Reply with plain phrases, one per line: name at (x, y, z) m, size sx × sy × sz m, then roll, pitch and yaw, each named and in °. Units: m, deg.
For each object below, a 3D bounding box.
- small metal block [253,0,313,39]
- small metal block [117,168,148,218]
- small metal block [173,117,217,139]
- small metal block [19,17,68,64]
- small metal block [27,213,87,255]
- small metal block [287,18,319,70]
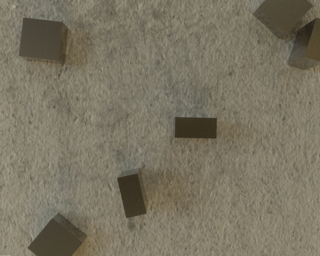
small metal block at (0.162, -0.157, 0.412) m, size 0.050 × 0.025 × 0.050 m, roll 43°, pitch 90°, yaw -1°
small metal block at (-0.034, 0.081, 0.397) m, size 0.025 × 0.050 × 0.050 m, roll -13°, pitch 90°, yaw 0°
small metal block at (0.043, 0.000, 0.398) m, size 0.050 × 0.050 × 0.025 m, roll 1°, pitch 90°, yaw -1°
small metal block at (-0.152, -0.114, 0.408) m, size 0.050 × 0.025 × 0.050 m, roll 6°, pitch 90°, yaw -1°
small metal block at (-0.134, 0.150, 0.408) m, size 0.050 × 0.025 × 0.050 m, roll 40°, pitch 90°, yaw -1°
small metal block at (0.194, -0.107, 0.400) m, size 0.025 × 0.050 × 0.050 m, roll 17°, pitch 90°, yaw 0°
